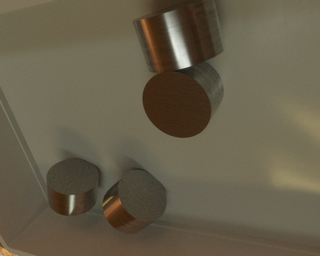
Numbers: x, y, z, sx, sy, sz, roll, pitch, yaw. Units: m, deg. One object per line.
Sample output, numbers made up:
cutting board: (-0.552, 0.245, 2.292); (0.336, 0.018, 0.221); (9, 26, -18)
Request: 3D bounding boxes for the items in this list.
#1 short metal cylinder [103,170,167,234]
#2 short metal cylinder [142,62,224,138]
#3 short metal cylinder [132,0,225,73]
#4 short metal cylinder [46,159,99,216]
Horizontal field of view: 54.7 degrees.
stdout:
short metal cylinder: (-0.037, 0.109, 0.461); (0.080, 0.080, 0.050); (43, 129, -1)
short metal cylinder: (0.027, -0.035, 0.356); (0.080, 0.050, 0.079); (13, 124, 21)
short metal cylinder: (0.019, -0.093, 0.306); (0.080, 0.080, 0.050); (-4, 116, 30)
short metal cylinder: (-0.142, 0.096, 0.508); (0.080, 0.080, 0.050); (22, 127, 15)
